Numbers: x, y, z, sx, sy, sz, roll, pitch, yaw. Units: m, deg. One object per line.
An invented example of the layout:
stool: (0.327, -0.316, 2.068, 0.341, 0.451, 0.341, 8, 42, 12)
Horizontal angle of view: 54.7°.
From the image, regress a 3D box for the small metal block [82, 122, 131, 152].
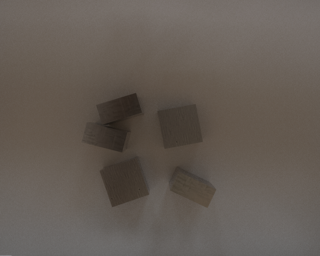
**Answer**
small metal block: (-0.067, 0.011, 0.398, 0.050, 0.050, 0.025, 14, 90, 0)

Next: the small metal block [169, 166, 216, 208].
small metal block: (0.040, 0.075, 0.399, 0.050, 0.050, 0.025, 25, 90, 0)

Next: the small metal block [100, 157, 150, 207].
small metal block: (-0.046, 0.070, 0.411, 0.050, 0.025, 0.050, -19, 90, 0)

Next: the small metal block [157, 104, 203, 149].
small metal block: (0.026, -0.002, 0.411, 0.050, 0.025, 0.050, -11, 90, 0)

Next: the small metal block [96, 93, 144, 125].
small metal block: (-0.049, -0.023, 0.398, 0.050, 0.050, 0.025, -17, 90, 0)
